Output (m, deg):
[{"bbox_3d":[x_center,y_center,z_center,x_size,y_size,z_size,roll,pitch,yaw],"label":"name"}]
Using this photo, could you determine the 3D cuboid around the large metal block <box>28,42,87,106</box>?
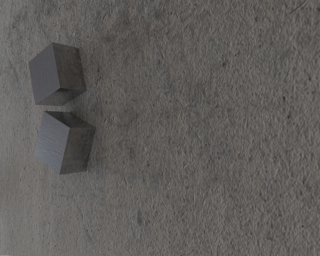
[{"bbox_3d":[-0.179,-0.090,0.536,0.080,0.050,0.080,-21,77,38],"label":"large metal block"}]

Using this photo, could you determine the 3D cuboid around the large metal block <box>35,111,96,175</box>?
[{"bbox_3d":[-0.160,0.023,0.521,0.080,0.050,0.079,26,106,37],"label":"large metal block"}]
